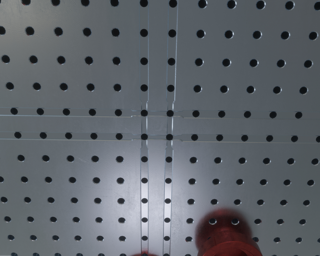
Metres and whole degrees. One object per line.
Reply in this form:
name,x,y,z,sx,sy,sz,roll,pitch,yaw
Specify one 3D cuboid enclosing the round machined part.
round machined part,0.106,0.200,0.479,0.099,0.042,0.097,0,110,0
